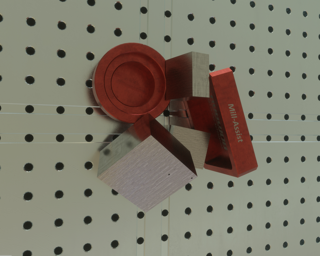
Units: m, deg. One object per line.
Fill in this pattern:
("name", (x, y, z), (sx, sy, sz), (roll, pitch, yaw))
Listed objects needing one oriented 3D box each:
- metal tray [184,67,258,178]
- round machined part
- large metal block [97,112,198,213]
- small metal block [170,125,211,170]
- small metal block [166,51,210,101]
("metal tray", (0.074, -0.006, 0.407), (0.030, 0.090, 0.129), (-19, 97, -19))
("round machined part", (-0.036, -0.054, 0.391), (0.099, 0.042, 0.097), (0, 90, -21))
("large metal block", (-0.016, 0.042, 0.370), (0.080, 0.050, 0.080), (-38, 118, 16))
("small metal block", (0.037, 0.026, 0.422), (0.050, 0.025, 0.050), (12, 90, -9))
("small metal block", (0.032, -0.059, 0.368), (0.025, 0.050, 0.050), (0, 89, -35))
